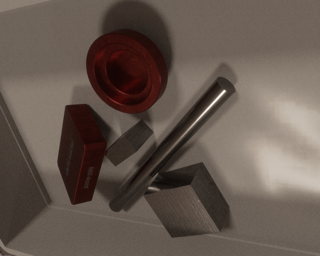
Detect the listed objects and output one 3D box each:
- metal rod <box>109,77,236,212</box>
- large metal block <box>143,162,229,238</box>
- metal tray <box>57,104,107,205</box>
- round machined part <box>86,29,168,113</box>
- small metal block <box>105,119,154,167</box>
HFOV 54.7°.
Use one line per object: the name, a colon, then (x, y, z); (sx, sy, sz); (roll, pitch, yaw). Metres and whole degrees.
metal rod: (-0.001, 0.042, 0.433); (0.025, 0.025, 0.298); (40, 129, 0)
large metal block: (0.038, 0.103, 0.435); (0.080, 0.050, 0.080); (-21, 107, 35)
metal tray: (-0.120, 0.040, 0.461); (0.090, 0.030, 0.129); (56, 139, 36)
round machined part: (-0.035, -0.070, 0.372); (0.098, 0.042, 0.097); (13, 124, 20)
small metal block: (-0.043, 0.020, 0.426); (0.025, 0.050, 0.050); (49, 128, -6)
